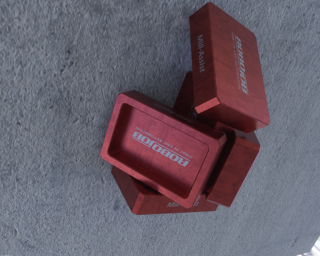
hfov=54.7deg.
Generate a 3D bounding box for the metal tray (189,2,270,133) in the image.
[{"bbox_3d":[0.078,-0.067,0.351,0.091,0.130,0.030,19,149,-36],"label":"metal tray"}]

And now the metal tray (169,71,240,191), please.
[{"bbox_3d":[0.046,0.004,0.395,0.030,0.090,0.129,7,115,-32],"label":"metal tray"}]

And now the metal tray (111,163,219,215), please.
[{"bbox_3d":[0.010,0.073,0.418,0.131,0.090,0.030,7,115,-32],"label":"metal tray"}]

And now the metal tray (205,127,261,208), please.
[{"bbox_3d":[0.091,0.032,0.415,0.030,0.130,0.089,20,112,-1],"label":"metal tray"}]

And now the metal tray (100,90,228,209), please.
[{"bbox_3d":[0.000,0.022,0.360,0.030,0.130,0.089,-26,140,-62],"label":"metal tray"}]
